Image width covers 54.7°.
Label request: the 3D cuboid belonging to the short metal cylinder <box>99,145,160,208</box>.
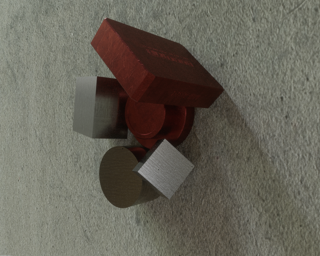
[{"bbox_3d":[-0.036,0.063,0.418,0.080,0.050,0.079,0,90,39],"label":"short metal cylinder"}]

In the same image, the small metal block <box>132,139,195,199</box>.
[{"bbox_3d":[0.004,0.048,0.371,0.050,0.050,0.025,43,163,-11],"label":"small metal block"}]

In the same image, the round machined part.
[{"bbox_3d":[-0.007,-0.020,0.400,0.098,0.042,0.097,0,90,39],"label":"round machined part"}]

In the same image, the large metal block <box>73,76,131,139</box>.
[{"bbox_3d":[-0.084,-0.030,0.441,0.080,0.050,0.079,13,99,56],"label":"large metal block"}]

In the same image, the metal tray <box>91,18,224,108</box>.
[{"bbox_3d":[0.002,-0.065,0.333,0.030,0.131,0.090,-52,60,27],"label":"metal tray"}]
